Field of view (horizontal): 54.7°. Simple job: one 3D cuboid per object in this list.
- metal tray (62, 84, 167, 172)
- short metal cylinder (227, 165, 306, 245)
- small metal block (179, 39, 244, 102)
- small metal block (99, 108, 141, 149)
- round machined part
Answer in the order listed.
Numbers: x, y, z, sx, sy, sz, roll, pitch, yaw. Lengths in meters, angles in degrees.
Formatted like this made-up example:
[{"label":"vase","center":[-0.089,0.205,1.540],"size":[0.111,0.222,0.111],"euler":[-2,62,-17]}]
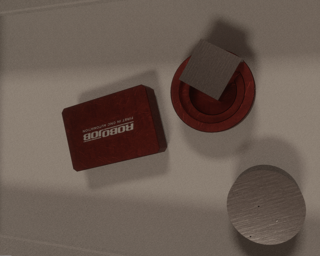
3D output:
[{"label":"metal tray","center":[-0.064,0.002,0.421],"size":[0.130,0.030,0.090],"euler":[-15,85,19]},{"label":"short metal cylinder","center":[0.121,0.085,0.355],"size":[0.080,0.050,0.079],"euler":[0,90,19]},{"label":"small metal block","center":[0.057,-0.063,0.345],"size":[0.050,0.025,0.050],"euler":[31,100,17]},{"label":"small metal block","center":[-0.052,-0.001,0.428],"size":[0.050,0.025,0.050],"euler":[-15,85,19]},{"label":"round machined part","center":[0.066,-0.043,0.378],"size":[0.098,0.042,0.097],"euler":[0,90,19]}]
